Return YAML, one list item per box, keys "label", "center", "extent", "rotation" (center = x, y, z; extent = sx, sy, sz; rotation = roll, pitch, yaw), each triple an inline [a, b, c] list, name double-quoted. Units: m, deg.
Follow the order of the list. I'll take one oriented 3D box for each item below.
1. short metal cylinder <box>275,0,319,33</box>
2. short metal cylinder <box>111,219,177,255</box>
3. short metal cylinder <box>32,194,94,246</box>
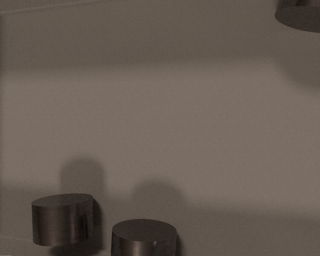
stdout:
- label: "short metal cylinder"
  center: [0.168, -0.136, 0.322]
  extent: [0.080, 0.080, 0.050]
  rotation: [16, 95, 19]
- label: "short metal cylinder"
  center: [-0.021, 0.152, 0.388]
  extent: [0.080, 0.080, 0.050]
  rotation: [4, 91, 19]
- label: "short metal cylinder"
  center: [-0.133, 0.123, 0.426]
  extent: [0.080, 0.080, 0.050]
  rotation: [-3, 89, 19]
